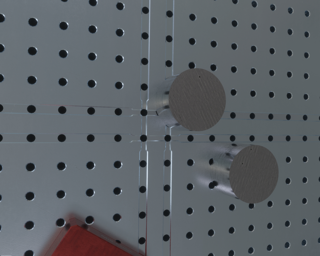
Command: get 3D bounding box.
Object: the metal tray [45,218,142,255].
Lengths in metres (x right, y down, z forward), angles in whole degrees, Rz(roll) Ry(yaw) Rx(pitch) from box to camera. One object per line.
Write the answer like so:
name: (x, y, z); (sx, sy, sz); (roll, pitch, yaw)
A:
metal tray: (-0.079, 0.183, 0.382); (0.130, 0.030, 0.090); (36, 78, -17)

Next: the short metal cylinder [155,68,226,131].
short metal cylinder: (0.040, -0.036, 0.414); (0.081, 0.050, 0.079); (0, 90, -20)

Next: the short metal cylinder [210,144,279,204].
short metal cylinder: (0.120, 0.063, 0.444); (0.081, 0.050, 0.079); (0, 90, -20)
